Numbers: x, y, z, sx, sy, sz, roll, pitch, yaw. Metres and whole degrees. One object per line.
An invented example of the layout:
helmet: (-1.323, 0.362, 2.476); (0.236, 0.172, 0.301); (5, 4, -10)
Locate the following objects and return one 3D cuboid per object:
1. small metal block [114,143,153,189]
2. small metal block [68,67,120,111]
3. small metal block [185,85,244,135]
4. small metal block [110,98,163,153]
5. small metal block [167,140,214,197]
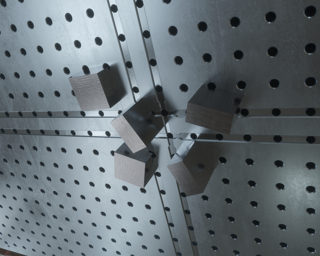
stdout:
small metal block: (-0.040, 0.057, 0.466); (0.050, 0.025, 0.050); (17, 125, 18)
small metal block: (-0.090, -0.053, 0.424); (0.050, 0.025, 0.050); (-3, 117, 29)
small metal block: (0.062, -0.022, 0.348); (0.050, 0.050, 0.025); (17, 125, 18)
small metal block: (-0.030, -0.004, 0.407); (0.025, 0.050, 0.050); (-28, 103, 37)
small metal block: (0.041, 0.052, 0.405); (0.025, 0.050, 0.050); (-23, 106, 36)
